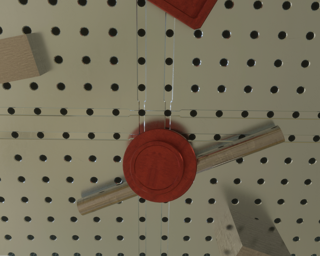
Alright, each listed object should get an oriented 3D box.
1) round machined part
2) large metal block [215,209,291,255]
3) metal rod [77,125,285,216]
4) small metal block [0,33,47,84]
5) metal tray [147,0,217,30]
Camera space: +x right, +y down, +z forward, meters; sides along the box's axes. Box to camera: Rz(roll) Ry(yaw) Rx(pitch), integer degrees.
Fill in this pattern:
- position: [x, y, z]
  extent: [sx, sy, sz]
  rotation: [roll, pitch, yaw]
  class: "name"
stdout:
- position: [-0.001, 0.049, 0.405]
  extent: [0.099, 0.042, 0.097]
  rotation: [0, 90, 8]
  class: "round machined part"
- position: [0.134, 0.174, 0.450]
  extent: [0.080, 0.080, 0.050]
  rotation: [22, 109, -8]
  class: "large metal block"
- position: [0.024, 0.062, 0.436]
  extent: [0.301, 0.025, 0.025]
  rotation: [-21, 109, 7]
  class: "metal rod"
- position: [-0.175, -0.086, 0.379]
  extent: [0.050, 0.025, 0.050]
  rotation: [-11, 110, 3]
  class: "small metal block"
- position: [0.010, -0.182, 0.343]
  extent: [0.131, 0.030, 0.090]
  rotation: [29, 107, -11]
  class: "metal tray"
